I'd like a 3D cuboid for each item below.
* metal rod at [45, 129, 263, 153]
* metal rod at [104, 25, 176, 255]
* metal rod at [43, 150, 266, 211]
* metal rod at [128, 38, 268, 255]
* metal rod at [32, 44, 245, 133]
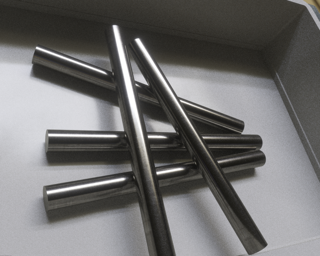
[{"bbox_3d":[0.013,0.018,0.401,0.303,0.025,0.025,2,61,-28],"label":"metal rod"},{"bbox_3d":[-0.028,0.002,0.355,0.025,0.025,0.299,0,62,-29],"label":"metal rod"},{"bbox_3d":[0.017,0.057,0.380,0.303,0.025,0.025,-5,65,-31],"label":"metal rod"},{"bbox_3d":[0.038,0.011,0.387,0.025,0.025,0.299,-19,72,-36],"label":"metal rod"},{"bbox_3d":[-0.016,-0.045,0.423,0.302,0.025,0.025,18,55,-18],"label":"metal rod"}]
